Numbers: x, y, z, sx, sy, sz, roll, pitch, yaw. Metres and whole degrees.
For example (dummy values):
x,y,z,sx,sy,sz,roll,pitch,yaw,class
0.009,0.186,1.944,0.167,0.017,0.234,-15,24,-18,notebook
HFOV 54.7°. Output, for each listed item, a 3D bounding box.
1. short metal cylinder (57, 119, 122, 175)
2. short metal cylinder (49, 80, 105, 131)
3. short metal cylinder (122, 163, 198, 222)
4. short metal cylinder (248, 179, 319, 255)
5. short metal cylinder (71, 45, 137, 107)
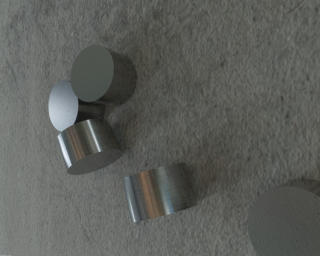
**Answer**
x,y,z,sx,sy,sz,roll,pitch,yaw,class
-0.102,0.028,0.451,0.080,0.081,0.050,-38,67,33,short metal cylinder
-0.134,-0.034,0.496,0.080,0.050,0.079,0,90,40,short metal cylinder
-0.001,0.076,0.368,0.080,0.081,0.050,-24,75,37,short metal cylinder
0.129,0.090,0.282,0.080,0.050,0.079,0,90,39,short metal cylinder
-0.081,-0.073,0.445,0.080,0.050,0.080,-3,84,31,short metal cylinder
